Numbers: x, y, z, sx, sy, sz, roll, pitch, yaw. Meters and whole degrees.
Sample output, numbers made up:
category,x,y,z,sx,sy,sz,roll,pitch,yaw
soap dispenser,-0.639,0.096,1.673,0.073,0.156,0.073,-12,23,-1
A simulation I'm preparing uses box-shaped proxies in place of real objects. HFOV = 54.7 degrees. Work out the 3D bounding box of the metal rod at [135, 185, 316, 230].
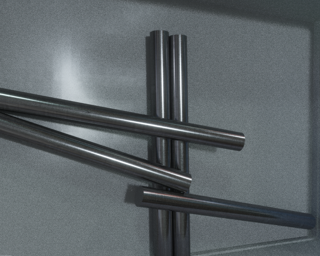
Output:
category,x,y,z,sx,sy,sz,roll,pitch,yaw
metal rod,0.107,0.115,0.432,0.302,0.025,0.025,15,85,-25

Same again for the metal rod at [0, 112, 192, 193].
category,x,y,z,sx,sy,sz,roll,pitch,yaw
metal rod,-0.103,0.021,0.358,0.302,0.025,0.025,20,83,-14

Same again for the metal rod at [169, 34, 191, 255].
category,x,y,z,sx,sy,sz,roll,pitch,yaw
metal rod,0.026,0.026,0.418,0.025,0.025,0.298,-1,91,-20

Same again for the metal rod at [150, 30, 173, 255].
category,x,y,z,sx,sy,sz,roll,pitch,yaw
metal rod,0.002,0.024,0.409,0.025,0.025,0.298,-1,91,-20

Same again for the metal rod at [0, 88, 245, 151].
category,x,y,z,sx,sy,sz,roll,pitch,yaw
metal rod,-0.039,-0.007,0.375,0.302,0.025,0.025,10,87,-13
